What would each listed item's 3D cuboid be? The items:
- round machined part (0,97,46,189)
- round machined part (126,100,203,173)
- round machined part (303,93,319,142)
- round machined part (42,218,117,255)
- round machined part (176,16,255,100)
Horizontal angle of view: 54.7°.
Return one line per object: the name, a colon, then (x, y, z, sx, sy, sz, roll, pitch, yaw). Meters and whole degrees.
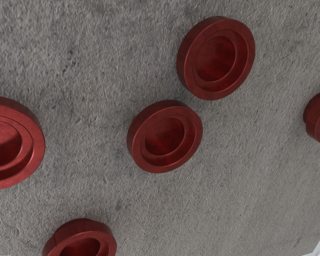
round machined part: (-0.170, 0.012, 0.310, 0.099, 0.042, 0.097, -14, 124, -21)
round machined part: (0.003, 0.007, 0.402, 0.099, 0.042, 0.097, -14, 124, -21)
round machined part: (0.291, -0.025, 0.539, 0.099, 0.042, 0.097, -14, 124, -21)
round machined part: (-0.114, 0.167, 0.436, 0.099, 0.042, 0.097, -14, 124, -21)
round machined part: (0.063, -0.086, 0.377, 0.099, 0.042, 0.097, -14, 124, -21)
